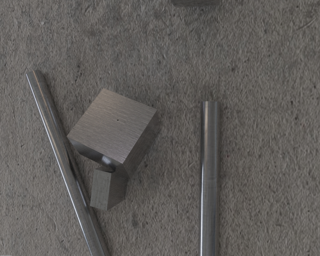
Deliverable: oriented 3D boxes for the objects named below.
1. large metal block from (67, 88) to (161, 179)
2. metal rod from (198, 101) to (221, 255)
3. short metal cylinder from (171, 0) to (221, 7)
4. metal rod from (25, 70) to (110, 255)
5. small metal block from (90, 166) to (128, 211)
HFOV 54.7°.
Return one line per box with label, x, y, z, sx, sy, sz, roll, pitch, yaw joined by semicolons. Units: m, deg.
large metal block;-0.055;0.006;0.396;0.080;0.050;0.080;23;65;18
metal rod;0.061;0.117;0.387;0.025;0.025;0.298;1;90;20
short metal cylinder;0.043;-0.186;0.365;0.050;0.080;0.079;5;92;20
metal rod;-0.137;0.054;0.457;0.025;0.025;0.299;-25;82;18
small metal block;-0.067;0.077;0.417;0.025;0.050;0.050;11;98;20
